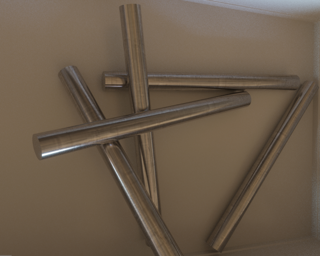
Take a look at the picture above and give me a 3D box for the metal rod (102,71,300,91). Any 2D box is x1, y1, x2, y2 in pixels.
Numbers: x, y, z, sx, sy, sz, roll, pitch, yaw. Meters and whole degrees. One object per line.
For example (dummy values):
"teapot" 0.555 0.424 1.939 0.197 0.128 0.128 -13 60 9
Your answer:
"metal rod" 0.071 -0.065 0.438 0.303 0.025 0.025 -3 91 -21

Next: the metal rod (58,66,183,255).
"metal rod" -0.035 0.057 0.335 0.025 0.025 0.299 -27 75 -18

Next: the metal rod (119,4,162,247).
"metal rod" -0.021 0.005 0.384 0.025 0.025 0.298 -9 101 -20

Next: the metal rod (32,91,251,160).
"metal rod" 0.007 -0.013 0.371 0.303 0.025 0.025 -14 95 -36

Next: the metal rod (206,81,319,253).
"metal rod" 0.161 0.051 0.471 0.025 0.025 0.300 39 77 -16
